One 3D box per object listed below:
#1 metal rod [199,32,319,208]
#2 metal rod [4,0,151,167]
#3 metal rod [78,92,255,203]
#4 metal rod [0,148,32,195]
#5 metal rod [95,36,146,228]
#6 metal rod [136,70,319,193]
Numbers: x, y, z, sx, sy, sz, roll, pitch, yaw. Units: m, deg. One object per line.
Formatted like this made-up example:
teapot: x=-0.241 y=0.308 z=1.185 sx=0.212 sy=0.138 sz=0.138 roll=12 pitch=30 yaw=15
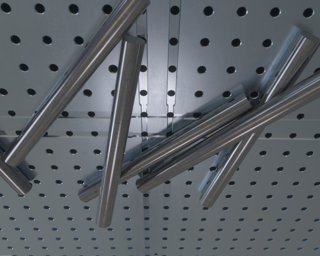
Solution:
metal rod: x=0.119 y=0.012 z=0.422 sx=0.025 sy=0.025 sz=0.298 roll=13 pitch=129 yaw=-11
metal rod: x=-0.116 y=-0.042 z=0.374 sx=0.025 sy=0.025 sz=0.299 roll=33 pitch=123 yaw=-25
metal rod: x=-0.006 y=0.038 z=0.443 sx=0.299 sy=0.025 sz=0.025 roll=-31 pitch=124 yaw=24
metal rod: x=-0.259 y=-0.012 z=0.398 sx=0.025 sy=0.025 sz=0.299 roll=-14 pitch=129 yaw=11
metal rod: x=-0.059 y=0.027 z=0.412 sx=0.025 sy=0.025 sz=0.298 roll=9 pitch=123 yaw=-8
metal rod: x=0.074 y=0.020 z=0.407 sx=0.025 sy=0.025 sz=0.299 roll=36 pitch=128 yaw=-27
